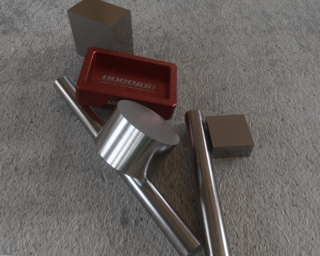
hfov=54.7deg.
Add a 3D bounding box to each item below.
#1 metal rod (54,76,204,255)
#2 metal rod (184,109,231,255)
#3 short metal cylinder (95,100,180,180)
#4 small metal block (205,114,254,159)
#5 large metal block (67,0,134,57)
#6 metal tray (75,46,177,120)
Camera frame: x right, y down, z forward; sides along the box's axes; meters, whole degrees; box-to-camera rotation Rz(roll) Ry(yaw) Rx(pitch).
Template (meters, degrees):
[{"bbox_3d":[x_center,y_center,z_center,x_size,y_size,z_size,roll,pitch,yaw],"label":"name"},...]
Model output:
[{"bbox_3d":[-0.056,0.028,0.378,0.025,0.025,0.300,-29,56,-22],"label":"metal rod"},{"bbox_3d":[0.054,0.098,0.321,0.025,0.025,0.300,-2,50,-3],"label":"metal rod"},{"bbox_3d":[-0.025,0.012,0.350,0.080,0.050,0.080,31,19,-12],"label":"short metal cylinder"},{"bbox_3d":[0.086,0.010,0.396,0.050,0.025,0.050,-3,50,-3],"label":"small metal block"},{"bbox_3d":[-0.092,-0.150,0.493,0.080,0.080,0.050,25,54,19],"label":"large metal block"},{"bbox_3d":[-0.043,-0.064,0.434,0.131,0.030,0.090,10,49,-8],"label":"metal tray"}]
